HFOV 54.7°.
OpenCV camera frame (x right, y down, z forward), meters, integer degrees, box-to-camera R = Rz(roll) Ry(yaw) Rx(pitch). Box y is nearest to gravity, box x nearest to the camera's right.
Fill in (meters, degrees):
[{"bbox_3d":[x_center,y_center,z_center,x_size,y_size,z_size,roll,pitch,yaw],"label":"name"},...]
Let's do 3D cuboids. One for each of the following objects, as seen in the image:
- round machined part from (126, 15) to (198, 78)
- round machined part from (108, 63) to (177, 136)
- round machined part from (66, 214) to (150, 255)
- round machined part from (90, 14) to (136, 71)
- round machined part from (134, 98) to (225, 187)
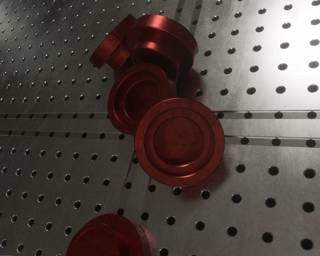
[{"bbox_3d":[-0.001,-0.103,0.423,0.098,0.098,0.042,9,65,31],"label":"round machined part"},{"bbox_3d":[-0.019,-0.035,0.417,0.098,0.042,0.098,-10,71,30],"label":"round machined part"},{"bbox_3d":[-0.064,0.143,0.342,0.098,0.042,0.098,-13,56,20],"label":"round machined part"},{"bbox_3d":[-0.062,-0.128,0.486,0.098,0.042,0.098,-45,14,14],"label":"round machined part"},{"bbox_3d":[0.021,0.014,0.355,0.099,0.042,0.097,0,94,-2],"label":"round machined part"}]
